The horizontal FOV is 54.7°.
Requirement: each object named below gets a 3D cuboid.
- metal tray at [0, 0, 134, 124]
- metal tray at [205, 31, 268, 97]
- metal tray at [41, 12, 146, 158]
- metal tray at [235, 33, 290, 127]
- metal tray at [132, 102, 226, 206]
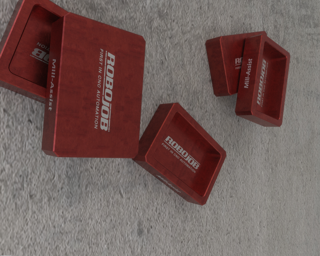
[{"bbox_3d":[-0.093,-0.064,0.322,0.131,0.030,0.090,25,74,-37],"label":"metal tray"},{"bbox_3d":[0.135,-0.109,0.514,0.131,0.030,0.089,-19,102,-38],"label":"metal tray"},{"bbox_3d":[-0.063,-0.036,0.309,0.091,0.030,0.129,6,86,-40],"label":"metal tray"},{"bbox_3d":[0.169,-0.074,0.502,0.091,0.030,0.129,17,80,-39],"label":"metal tray"},{"bbox_3d":[0.032,0.038,0.427,0.130,0.030,0.090,42,64,-32],"label":"metal tray"}]
